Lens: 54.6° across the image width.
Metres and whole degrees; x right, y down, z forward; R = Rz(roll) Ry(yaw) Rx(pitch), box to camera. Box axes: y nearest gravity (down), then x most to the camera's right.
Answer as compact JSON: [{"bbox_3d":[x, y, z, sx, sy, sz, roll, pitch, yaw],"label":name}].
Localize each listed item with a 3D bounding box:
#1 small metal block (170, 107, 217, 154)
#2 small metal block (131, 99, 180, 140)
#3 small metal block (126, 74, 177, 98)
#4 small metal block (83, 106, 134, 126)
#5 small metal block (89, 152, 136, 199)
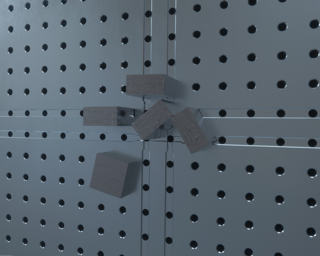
[{"bbox_3d":[0.043,0.003,0.384,0.025,0.050,0.050,-32,80,17],"label":"small metal block"},{"bbox_3d":[-0.002,-0.010,0.400,0.050,0.050,0.025,-39,78,16],"label":"small metal block"},{"bbox_3d":[-0.010,-0.053,0.403,0.050,0.050,0.025,2,91,20],"label":"small metal block"},{"bbox_3d":[-0.069,-0.015,0.424,0.050,0.050,0.025,0,90,20],"label":"small metal block"},{"bbox_3d":[-0.066,0.065,0.437,0.050,0.025,0.050,15,95,19],"label":"small metal block"}]
